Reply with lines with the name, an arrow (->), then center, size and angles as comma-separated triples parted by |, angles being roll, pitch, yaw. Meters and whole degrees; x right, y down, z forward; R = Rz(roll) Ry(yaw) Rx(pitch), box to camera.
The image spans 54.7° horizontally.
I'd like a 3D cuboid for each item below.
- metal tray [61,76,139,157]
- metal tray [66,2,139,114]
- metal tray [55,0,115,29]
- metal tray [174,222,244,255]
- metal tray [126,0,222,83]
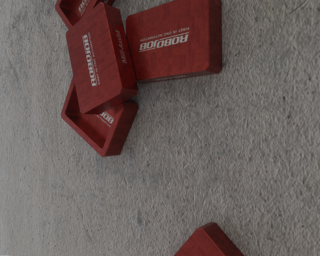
metal tray -> -0.099, -0.026, 0.483 | 0.130, 0.030, 0.089 | 37, 112, 34
metal tray -> -0.084, -0.093, 0.431 | 0.090, 0.030, 0.129 | -22, 76, 38
metal tray -> -0.113, -0.217, 0.494 | 0.129, 0.030, 0.090 | -50, 61, 28
metal tray -> 0.049, 0.187, 0.362 | 0.090, 0.030, 0.129 | 47, 118, 29
metal tray -> 0.013, -0.108, 0.391 | 0.130, 0.030, 0.089 | -1, 90, 40
